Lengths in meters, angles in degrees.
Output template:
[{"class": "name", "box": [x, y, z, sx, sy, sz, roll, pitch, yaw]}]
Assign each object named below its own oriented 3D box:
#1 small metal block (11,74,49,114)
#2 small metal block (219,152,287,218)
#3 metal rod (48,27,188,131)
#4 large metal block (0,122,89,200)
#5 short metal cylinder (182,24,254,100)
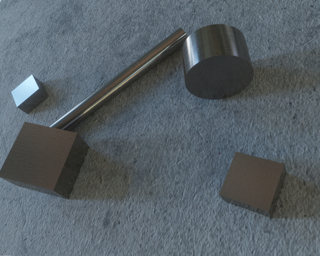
[{"class": "small metal block", "box": [-0.237, -0.062, 0.563, 0.050, 0.025, 0.050, -40, 51, 0]}, {"class": "small metal block", "box": [0.096, 0.057, 0.318, 0.050, 0.025, 0.050, 14, 69, 33]}, {"class": "metal rod", "box": [-0.083, -0.053, 0.478, 0.300, 0.025, 0.025, -36, 51, 3]}, {"class": "large metal block", "box": [-0.156, 0.045, 0.425, 0.080, 0.050, 0.080, 11, 66, 12]}, {"class": "short metal cylinder", "box": [0.069, -0.079, 0.380, 0.080, 0.080, 0.050, -15, 56, 19]}]
